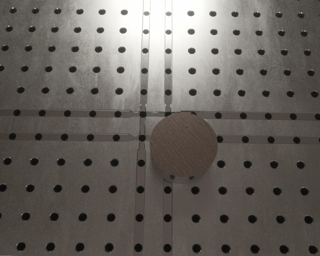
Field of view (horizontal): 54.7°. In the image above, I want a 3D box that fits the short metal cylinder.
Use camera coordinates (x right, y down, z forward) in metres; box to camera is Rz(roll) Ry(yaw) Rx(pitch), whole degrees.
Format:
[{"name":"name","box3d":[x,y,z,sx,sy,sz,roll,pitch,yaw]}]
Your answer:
[{"name":"short metal cylinder","box3d":[0.028,0.027,0.389,0.081,0.050,0.080,0,70,-1]}]
